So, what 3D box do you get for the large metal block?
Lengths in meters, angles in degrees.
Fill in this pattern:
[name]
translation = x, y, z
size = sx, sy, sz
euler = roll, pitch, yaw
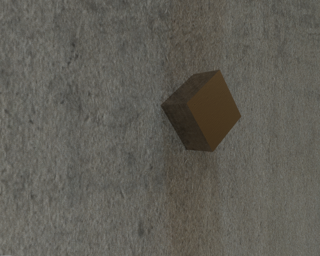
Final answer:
[large metal block]
translation = 0.060, -0.024, 0.437
size = 0.080, 0.050, 0.080
euler = -46, 117, -30
